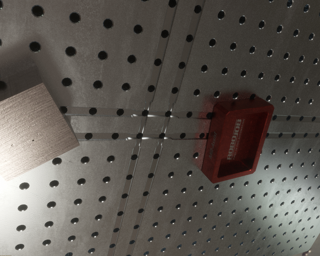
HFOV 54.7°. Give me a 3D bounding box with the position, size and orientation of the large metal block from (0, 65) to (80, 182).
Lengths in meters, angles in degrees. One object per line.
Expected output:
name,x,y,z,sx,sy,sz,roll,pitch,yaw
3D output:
large metal block,-0.141,-0.005,0.315,0.080,0.050,0.080,-28,128,-11

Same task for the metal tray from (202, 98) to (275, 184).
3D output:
metal tray,0.121,0.021,0.489,0.091,0.030,0.129,-9,122,-24
